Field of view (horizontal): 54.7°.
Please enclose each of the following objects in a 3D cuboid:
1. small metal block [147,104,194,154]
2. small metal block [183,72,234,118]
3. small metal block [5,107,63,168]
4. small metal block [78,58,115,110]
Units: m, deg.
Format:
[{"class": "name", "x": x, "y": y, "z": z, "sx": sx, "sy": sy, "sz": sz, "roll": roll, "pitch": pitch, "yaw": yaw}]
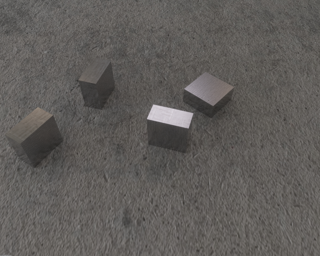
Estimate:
[{"class": "small metal block", "x": 0.012, "y": 0.002, "z": 0.385, "sx": 0.050, "sy": 0.050, "sz": 0.025, "roll": 13, "pitch": 51, "yaw": 10}, {"class": "small metal block", "x": 0.069, "y": -0.048, "z": 0.444, "sx": 0.050, "sy": 0.025, "sz": 0.050, "roll": 35, "pitch": 58, "yaw": 25}, {"class": "small metal block", "x": -0.150, "y": 0.012, "z": 0.376, "sx": 0.025, "sy": 0.050, "sz": 0.050, "roll": 26, "pitch": 55, "yaw": 20}, {"class": "small metal block", "x": -0.088, "y": -0.062, "z": 0.439, "sx": 0.025, "sy": 0.050, "sz": 0.050, "roll": 13, "pitch": 51, "yaw": 11}]
